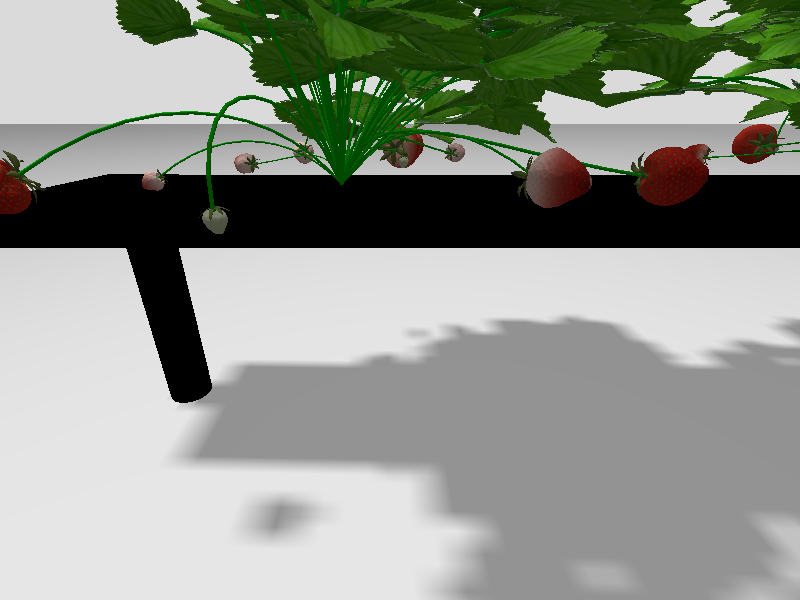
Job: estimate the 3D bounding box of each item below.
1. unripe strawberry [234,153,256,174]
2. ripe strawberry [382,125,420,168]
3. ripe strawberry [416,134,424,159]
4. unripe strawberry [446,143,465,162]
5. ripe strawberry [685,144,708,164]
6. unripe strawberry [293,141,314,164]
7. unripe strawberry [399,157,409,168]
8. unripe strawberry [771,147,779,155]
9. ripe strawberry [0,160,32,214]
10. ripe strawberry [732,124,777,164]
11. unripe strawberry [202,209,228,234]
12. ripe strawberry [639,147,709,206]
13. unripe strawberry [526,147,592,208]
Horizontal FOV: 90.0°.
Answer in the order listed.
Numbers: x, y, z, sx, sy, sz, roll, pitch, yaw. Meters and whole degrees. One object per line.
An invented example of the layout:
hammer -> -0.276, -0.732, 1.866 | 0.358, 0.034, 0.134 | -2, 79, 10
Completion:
unripe strawberry -> -0.152, -0.134, 0.393 | 0.022, 0.019, 0.022 | 14, 29, 28
ripe strawberry -> 0.003, -0.171, 0.448 | 0.042, 0.044, 0.046 | 10, 26, 20
ripe strawberry -> 0.009, -0.190, 0.491 | 0.043, 0.037, 0.043 | 8, 26, 17
unripe strawberry -> 0.068, -0.179, 0.487 | 0.024, 0.021, 0.022 | 17, 29, 31
ripe strawberry -> 0.315, -0.155, 0.430 | 0.022, 0.025, 0.024 | -19, 31, -35
unripe strawberry -> -0.115, -0.175, 0.477 | 0.024, 0.025, 0.026 | -10, 10, -21
unripe strawberry -> 0.004, -0.146, 0.426 | 0.010, 0.011, 0.011 | 13, 28, 26
unripe strawberry -> 0.469, -0.189, 0.503 | 0.011, 0.012, 0.013 | 9, 27, 18
ripe strawberry -> -0.231, -0.062, 0.224 | 0.033, 0.033, 0.036 | -33, 37, -20
ripe strawberry -> 0.432, -0.192, 0.492 | 0.043, 0.045, 0.046 | 4, 25, 9
unripe strawberry -> -0.082, -0.035, 0.178 | 0.010, 0.011, 0.011 | 4, 25, 9
ripe strawberry -> 0.181, -0.082, 0.265 | 0.038, 0.037, 0.035 | 8, 26, 16
unripe strawberry -> 0.102, -0.077, 0.254 | 0.038, 0.037, 0.035 | 14, 29, 27
